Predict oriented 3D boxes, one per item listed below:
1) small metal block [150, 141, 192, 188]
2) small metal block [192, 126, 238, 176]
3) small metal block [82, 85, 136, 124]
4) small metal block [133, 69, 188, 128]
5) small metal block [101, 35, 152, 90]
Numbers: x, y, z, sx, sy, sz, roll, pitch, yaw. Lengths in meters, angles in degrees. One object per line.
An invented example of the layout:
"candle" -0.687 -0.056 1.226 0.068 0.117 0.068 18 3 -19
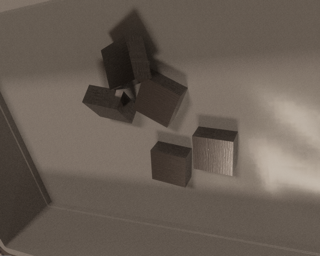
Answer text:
"small metal block" 0.016 0.050 0.430 0.050 0.025 0.050 11 123 21
"small metal block" 0.069 0.029 0.389 0.050 0.025 0.050 8 122 23
"small metal block" -0.064 -0.030 0.405 0.050 0.025 0.050 13 165 21
"small metal block" 0.000 -0.036 0.385 0.050 0.025 0.050 29 128 9
"small metal block" -0.040 -0.075 0.364 0.050 0.025 0.050 -13 90 47
